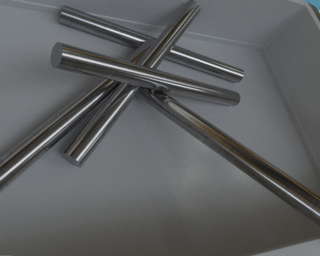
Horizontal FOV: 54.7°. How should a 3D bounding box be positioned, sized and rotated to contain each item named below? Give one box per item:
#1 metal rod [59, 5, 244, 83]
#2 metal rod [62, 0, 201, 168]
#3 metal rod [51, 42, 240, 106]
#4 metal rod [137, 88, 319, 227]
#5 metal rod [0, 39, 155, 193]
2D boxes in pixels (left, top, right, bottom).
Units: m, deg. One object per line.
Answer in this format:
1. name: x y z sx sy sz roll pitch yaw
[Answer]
1. metal rod: 0.000 -0.124 0.483 0.302 0.025 0.025 14 56 -21
2. metal rod: -0.022 -0.075 0.404 0.025 0.025 0.301 36 61 -5
3. metal rod: 0.010 -0.058 0.399 0.302 0.025 0.025 6 58 -43
4. metal rod: 0.071 0.018 0.359 0.300 0.025 0.025 37 46 27
5. metal rod: -0.089 -0.029 0.367 0.025 0.025 0.301 41 53 -1
